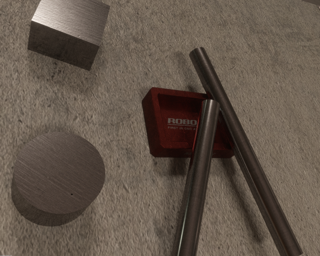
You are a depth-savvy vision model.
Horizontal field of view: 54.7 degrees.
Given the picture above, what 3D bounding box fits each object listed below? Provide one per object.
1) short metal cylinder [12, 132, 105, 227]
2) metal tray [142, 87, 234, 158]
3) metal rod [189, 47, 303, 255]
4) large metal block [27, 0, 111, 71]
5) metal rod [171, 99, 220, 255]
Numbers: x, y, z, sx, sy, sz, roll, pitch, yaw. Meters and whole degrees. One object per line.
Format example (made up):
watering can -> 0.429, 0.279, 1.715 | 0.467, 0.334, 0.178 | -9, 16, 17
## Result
short metal cylinder -> -0.100, 0.050, 0.304 | 0.081, 0.050, 0.080 | 14, 56, -21
metal tray -> 0.046, -0.005, 0.430 | 0.131, 0.030, 0.090 | 3, 60, -27
metal rod -> 0.105, 0.018, 0.412 | 0.025, 0.025, 0.299 | -7, 66, -32
large metal block -> -0.118, -0.133, 0.406 | 0.081, 0.050, 0.080 | 18, 55, -19
metal rod -> 0.034, 0.097, 0.339 | 0.025, 0.025, 0.300 | 23, 61, -15
